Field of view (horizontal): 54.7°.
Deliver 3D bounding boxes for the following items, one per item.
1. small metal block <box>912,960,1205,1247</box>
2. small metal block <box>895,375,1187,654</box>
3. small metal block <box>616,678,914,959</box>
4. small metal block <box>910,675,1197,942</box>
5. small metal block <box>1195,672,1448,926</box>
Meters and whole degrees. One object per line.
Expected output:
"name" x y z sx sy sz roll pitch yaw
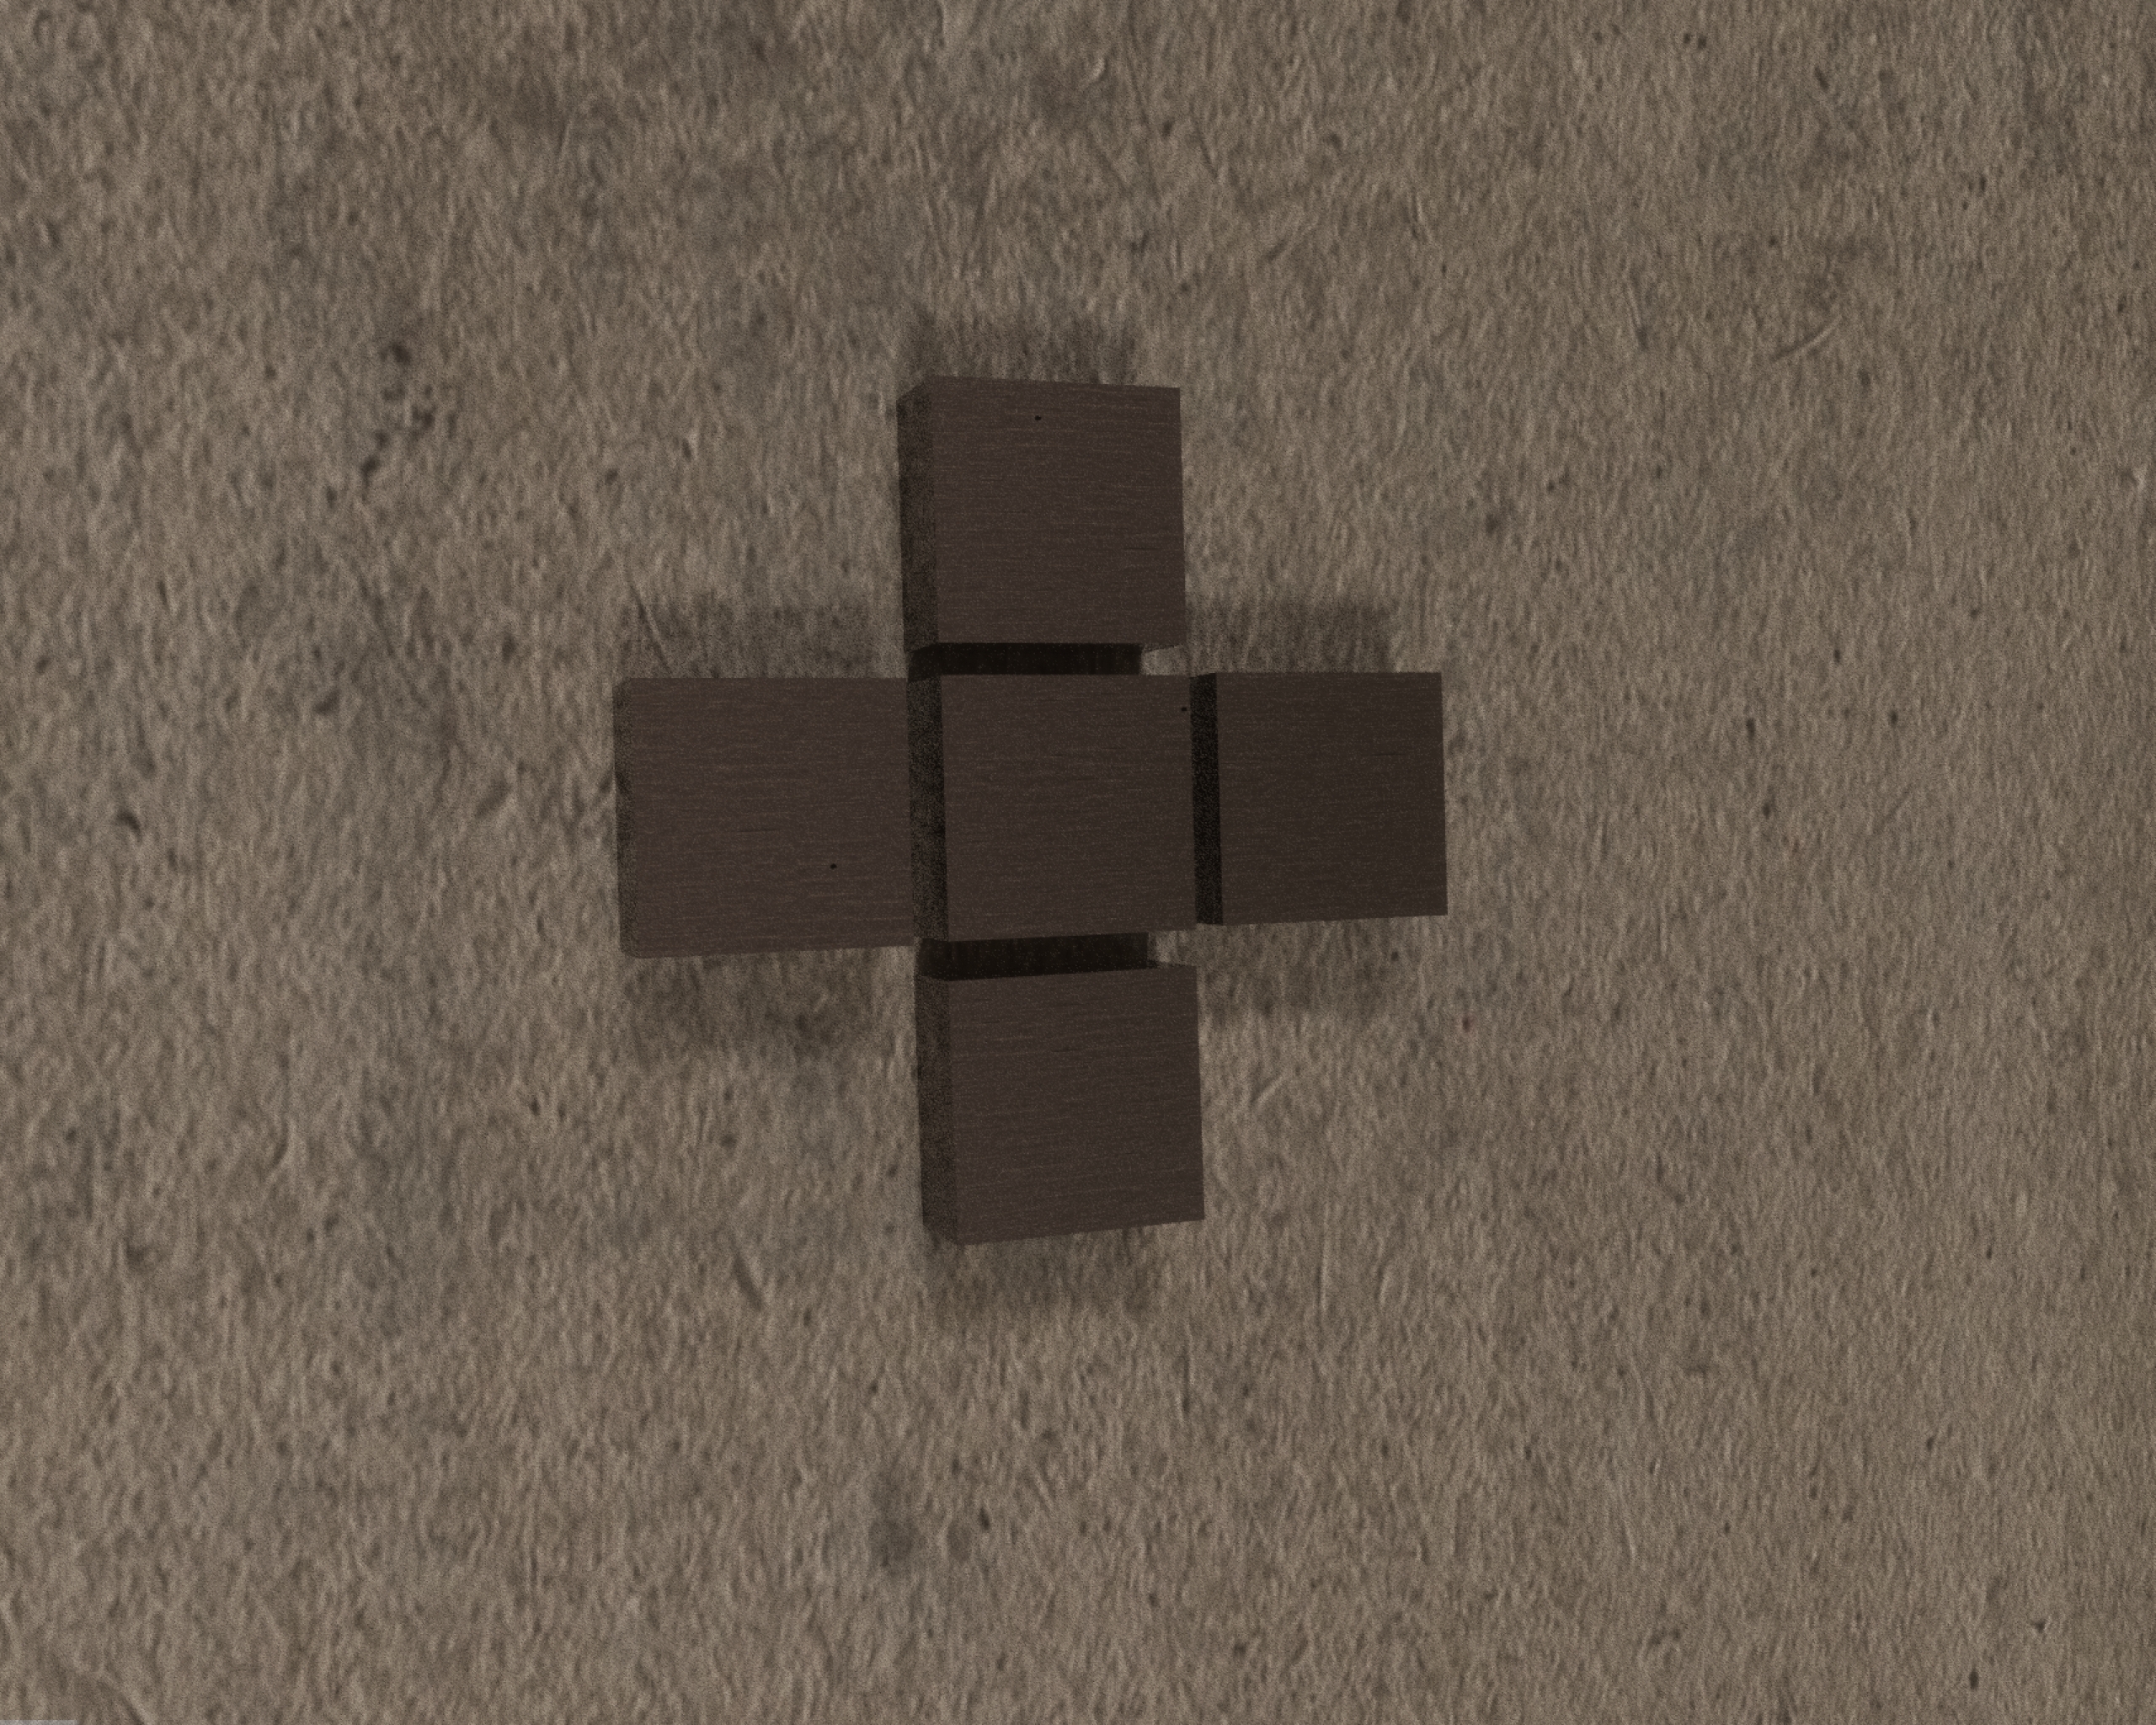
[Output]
"small metal block" -0.004 0.046 0.410 0.050 0.025 0.050 -2 91 -20
"small metal block" -0.007 -0.067 0.408 0.050 0.025 0.050 -2 91 -20
"small metal block" -0.059 -0.009 0.389 0.050 0.025 0.050 -2 91 -20
"small metal block" -0.006 -0.011 0.409 0.050 0.025 0.050 -2 91 -20
"small metal block" 0.047 -0.013 0.429 0.050 0.025 0.050 -2 91 -20
